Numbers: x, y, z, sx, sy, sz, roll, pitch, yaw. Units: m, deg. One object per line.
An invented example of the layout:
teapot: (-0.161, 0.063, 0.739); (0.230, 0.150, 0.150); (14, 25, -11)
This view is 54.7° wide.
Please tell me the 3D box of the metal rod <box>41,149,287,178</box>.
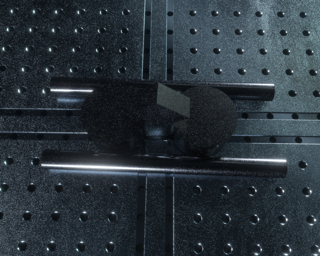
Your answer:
metal rod: (0.005, 0.045, 0.392); (0.302, 0.025, 0.025); (2, 70, 0)

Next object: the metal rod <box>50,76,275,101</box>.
metal rod: (0.003, -0.054, 0.428); (0.302, 0.025, 0.025); (2, 70, 0)

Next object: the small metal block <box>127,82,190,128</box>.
small metal block: (-0.001, -0.024, 0.355); (0.050, 0.050, 0.025); (21, 63, -39)

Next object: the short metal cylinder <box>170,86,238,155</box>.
short metal cylinder: (0.054, -0.007, 0.398); (0.081, 0.050, 0.080); (0, 70, 0)

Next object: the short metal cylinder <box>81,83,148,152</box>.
short metal cylinder: (-0.056, -0.011, 0.398); (0.081, 0.050, 0.080); (0, 70, 0)
